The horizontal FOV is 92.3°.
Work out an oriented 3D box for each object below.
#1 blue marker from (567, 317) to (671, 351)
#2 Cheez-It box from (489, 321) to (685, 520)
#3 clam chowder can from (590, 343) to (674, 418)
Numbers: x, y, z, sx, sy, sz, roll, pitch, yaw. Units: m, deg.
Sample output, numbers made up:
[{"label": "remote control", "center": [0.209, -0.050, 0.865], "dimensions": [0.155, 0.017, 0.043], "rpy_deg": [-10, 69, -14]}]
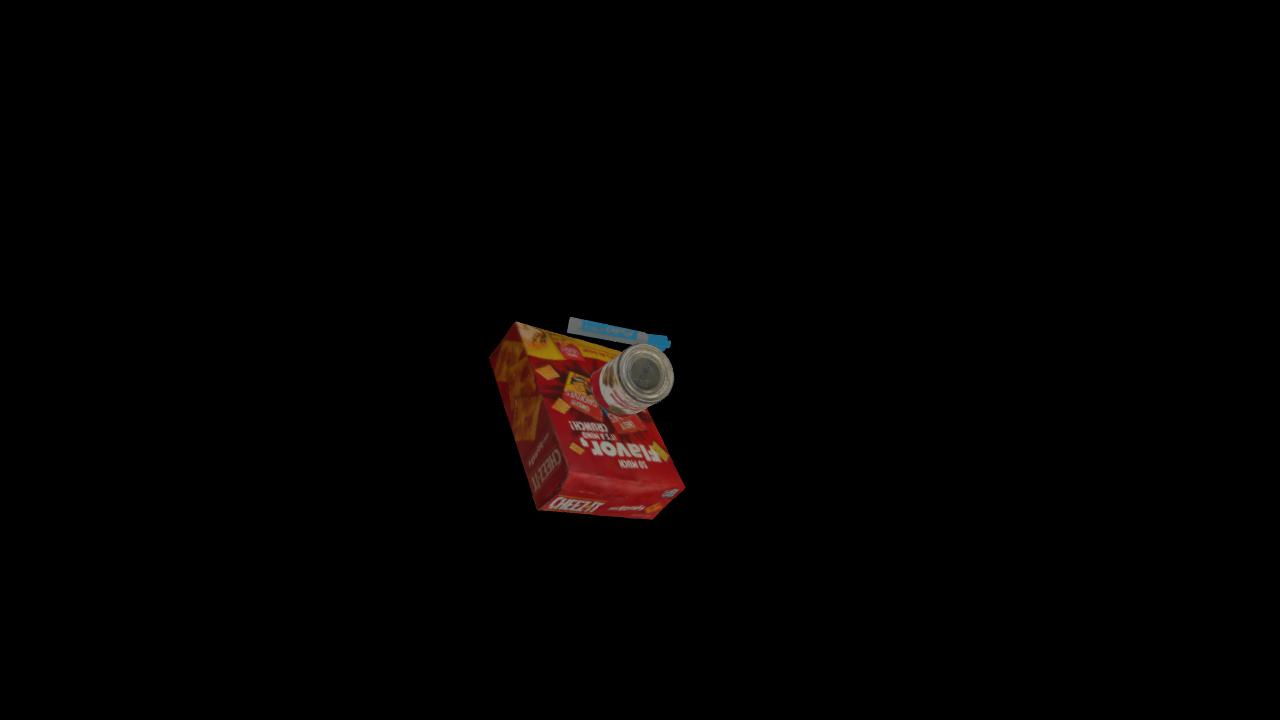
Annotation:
[{"label": "blue marker", "center": [-0.023, -0.029, 0.712], "dimensions": [0.121, 0.020, 0.020], "rpy_deg": [11, -2, -9]}, {"label": "Cheez-It box", "center": [-0.063, 0.068, 0.699], "dimensions": [0.166, 0.071, 0.223], "rpy_deg": [16, 34, -41]}, {"label": "clam chowder can", "center": [-0.014, 0.027, 0.680], "dimensions": [0.068, 0.068, 0.102], "rpy_deg": [0, -18, -28]}]
